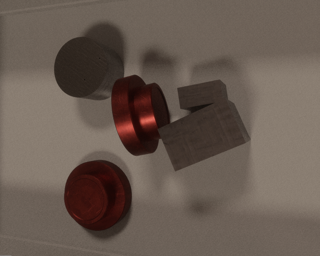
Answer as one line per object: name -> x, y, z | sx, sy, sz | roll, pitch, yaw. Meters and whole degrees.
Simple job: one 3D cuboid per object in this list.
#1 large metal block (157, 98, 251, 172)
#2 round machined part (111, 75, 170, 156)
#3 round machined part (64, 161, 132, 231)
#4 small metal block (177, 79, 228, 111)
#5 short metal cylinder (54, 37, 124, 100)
large metal block -> 0.055, 0.008, 0.361 | 0.080, 0.080, 0.050 | -25, 82, 18
round machined part -> -0.017, -0.018, 0.377 | 0.042, 0.098, 0.097 | -12, 86, 16
round machined part -> -0.093, 0.096, 0.433 | 0.098, 0.042, 0.097 | 0, 90, 19
small metal block -> 0.054, -0.039, 0.378 | 0.050, 0.050, 0.025 | -9, 87, 19
short metal cylinder -> -0.097, -0.080, 0.430 | 0.080, 0.050, 0.079 | 0, 90, 19
